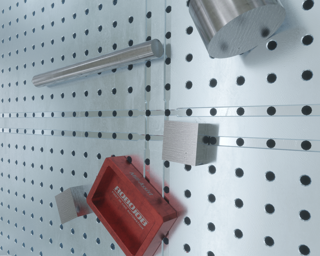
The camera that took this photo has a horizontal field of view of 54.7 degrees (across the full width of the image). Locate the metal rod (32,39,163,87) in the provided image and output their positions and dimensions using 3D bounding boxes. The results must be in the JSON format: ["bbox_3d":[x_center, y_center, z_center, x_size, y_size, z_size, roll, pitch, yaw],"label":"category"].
[{"bbox_3d":[-0.119,-0.098,0.504,0.300,0.025,0.025,-4,88,39],"label":"metal rod"}]

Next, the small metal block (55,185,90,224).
[{"bbox_3d":[-0.151,0.132,0.531,0.050,0.025,0.050,-31,71,35],"label":"small metal block"}]

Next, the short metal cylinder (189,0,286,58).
[{"bbox_3d":[0.076,-0.114,0.310,0.080,0.081,0.050,-33,70,35],"label":"short metal cylinder"}]

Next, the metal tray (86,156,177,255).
[{"bbox_3d":[-0.046,0.113,0.441,0.130,0.030,0.089,42,115,31],"label":"metal tray"}]

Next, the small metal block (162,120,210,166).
[{"bbox_3d":[0.031,0.017,0.382,0.050,0.025,0.050,6,94,39],"label":"small metal block"}]
